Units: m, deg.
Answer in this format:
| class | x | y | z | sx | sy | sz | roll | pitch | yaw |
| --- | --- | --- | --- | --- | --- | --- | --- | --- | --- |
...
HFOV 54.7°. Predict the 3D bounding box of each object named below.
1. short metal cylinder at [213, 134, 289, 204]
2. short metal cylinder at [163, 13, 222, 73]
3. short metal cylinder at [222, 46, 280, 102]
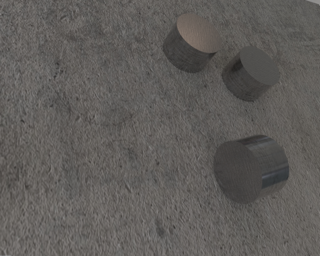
| class | x | y | z | sx | sy | sz | roll | pitch | yaw |
| --- | --- | --- | --- | --- | --- | --- | --- | --- | --- |
| short metal cylinder | 0.115 | 0.052 | 0.399 | 0.050 | 0.080 | 0.080 | -10 | 67 | -33 |
| short metal cylinder | 0.051 | -0.136 | 0.498 | 0.081 | 0.050 | 0.080 | 14 | 56 | -21 |
| short metal cylinder | 0.154 | -0.091 | 0.526 | 0.081 | 0.050 | 0.080 | 14 | 56 | -21 |
